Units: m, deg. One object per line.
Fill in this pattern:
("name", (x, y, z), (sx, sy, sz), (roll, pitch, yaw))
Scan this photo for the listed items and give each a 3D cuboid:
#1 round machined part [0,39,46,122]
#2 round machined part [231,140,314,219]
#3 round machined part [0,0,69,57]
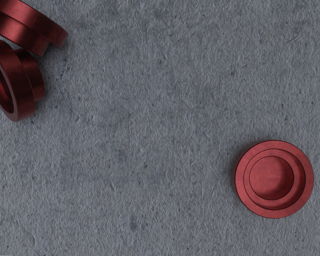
("round machined part", (-0.178, -0.060, 0.382), (0.042, 0.098, 0.098), (-28, 90, -36))
("round machined part", (0.141, 0.063, 0.402), (0.099, 0.042, 0.097), (0, 90, 0))
("round machined part", (-0.165, -0.120, 0.372), (0.098, 0.098, 0.042), (28, 90, 0))
